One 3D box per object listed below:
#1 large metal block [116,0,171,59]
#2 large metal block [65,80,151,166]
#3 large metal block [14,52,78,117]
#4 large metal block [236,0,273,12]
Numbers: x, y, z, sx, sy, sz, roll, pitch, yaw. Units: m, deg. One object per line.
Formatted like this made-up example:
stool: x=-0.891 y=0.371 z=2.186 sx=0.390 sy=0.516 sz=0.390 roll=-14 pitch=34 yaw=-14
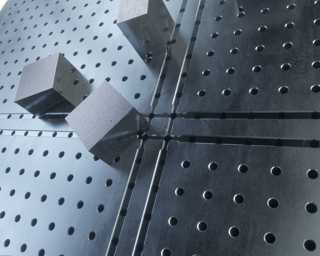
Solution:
large metal block: x=-0.022 y=-0.171 z=0.490 sx=0.050 sy=0.080 sz=0.080 roll=-11 pitch=57 yaw=23
large metal block: x=-0.074 y=-0.008 z=0.437 sx=0.080 sy=0.050 sz=0.080 roll=-44 pitch=51 yaw=-3
large metal block: x=-0.197 y=-0.076 z=0.544 sx=0.080 sy=0.050 sz=0.080 roll=-15 pitch=55 yaw=19
large metal block: x=0.145 y=-0.230 z=0.458 sx=0.080 sy=0.050 sz=0.080 roll=-15 pitch=56 yaw=20
